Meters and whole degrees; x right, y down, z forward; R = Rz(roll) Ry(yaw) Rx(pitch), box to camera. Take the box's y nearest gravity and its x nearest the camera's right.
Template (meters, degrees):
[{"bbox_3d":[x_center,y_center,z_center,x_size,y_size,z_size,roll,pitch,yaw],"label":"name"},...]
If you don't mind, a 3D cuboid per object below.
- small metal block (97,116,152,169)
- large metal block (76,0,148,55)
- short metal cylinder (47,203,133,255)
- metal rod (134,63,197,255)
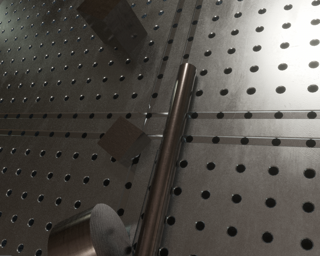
[{"bbox_3d":[-0.049,0.018,0.421,0.050,0.025,0.050,33,80,38],"label":"small metal block"},{"bbox_3d":[-0.080,-0.180,0.523,0.080,0.080,0.050,33,80,38],"label":"large metal block"},{"bbox_3d":[-0.072,0.128,0.331,0.050,0.080,0.080,-27,53,11],"label":"short metal cylinder"},{"bbox_3d":[0.007,0.048,0.373,0.025,0.025,0.300,0,61,28],"label":"metal rod"}]
